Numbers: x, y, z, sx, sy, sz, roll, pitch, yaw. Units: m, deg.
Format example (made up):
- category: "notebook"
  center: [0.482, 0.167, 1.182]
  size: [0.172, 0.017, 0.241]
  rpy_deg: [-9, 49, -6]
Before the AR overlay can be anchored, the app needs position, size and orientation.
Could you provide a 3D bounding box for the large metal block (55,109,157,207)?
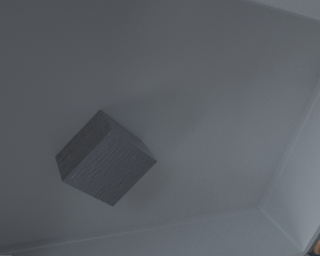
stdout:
- category: "large metal block"
  center: [-0.065, 0.038, 0.380]
  size: [0.080, 0.050, 0.080]
  rpy_deg: [-46, 129, 4]
